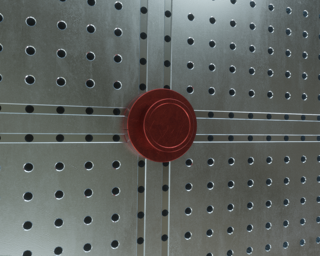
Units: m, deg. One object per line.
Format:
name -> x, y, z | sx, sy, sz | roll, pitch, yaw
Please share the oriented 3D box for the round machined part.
round machined part -> 0.005, -0.003, 0.406 | 0.099, 0.042, 0.097 | 0, 90, -21
